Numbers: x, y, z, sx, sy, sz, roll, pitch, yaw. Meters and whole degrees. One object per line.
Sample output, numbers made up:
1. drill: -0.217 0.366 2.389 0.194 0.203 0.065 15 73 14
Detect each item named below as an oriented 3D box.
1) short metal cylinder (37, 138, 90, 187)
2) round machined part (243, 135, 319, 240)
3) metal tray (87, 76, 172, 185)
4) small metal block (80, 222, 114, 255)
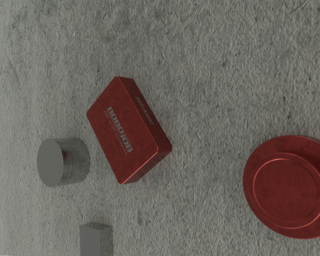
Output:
1. short metal cylinder: -0.164 0.057 0.524 0.080 0.050 0.080 0 90 40
2. round machined part: 0.124 0.056 0.292 0.098 0.042 0.097 0 90 40
3. metal tray: -0.048 0.003 0.442 0.090 0.030 0.130 -44 64 31
4. small metal block: -0.100 0.179 0.488 0.050 0.025 0.050 -4 88 40
